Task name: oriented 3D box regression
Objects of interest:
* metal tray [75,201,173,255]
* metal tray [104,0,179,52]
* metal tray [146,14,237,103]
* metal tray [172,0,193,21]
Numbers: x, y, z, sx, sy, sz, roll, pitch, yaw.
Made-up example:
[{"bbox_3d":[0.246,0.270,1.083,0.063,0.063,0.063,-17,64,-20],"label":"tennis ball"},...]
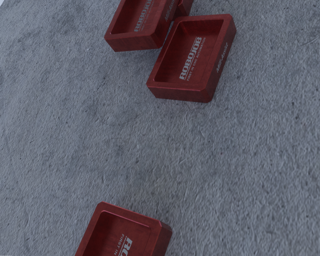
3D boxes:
[{"bbox_3d":[-0.051,0.154,0.332,0.090,0.030,0.130,9,66,32],"label":"metal tray"},{"bbox_3d":[-0.024,-0.181,0.485,0.090,0.030,0.130,4,63,30],"label":"metal tray"},{"bbox_3d":[0.045,-0.101,0.438,0.090,0.030,0.130,9,66,32],"label":"metal tray"},{"bbox_3d":[0.017,-0.242,0.540,0.090,0.030,0.130,2,63,29],"label":"metal tray"}]
